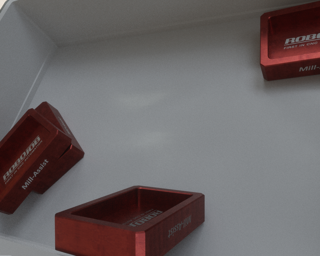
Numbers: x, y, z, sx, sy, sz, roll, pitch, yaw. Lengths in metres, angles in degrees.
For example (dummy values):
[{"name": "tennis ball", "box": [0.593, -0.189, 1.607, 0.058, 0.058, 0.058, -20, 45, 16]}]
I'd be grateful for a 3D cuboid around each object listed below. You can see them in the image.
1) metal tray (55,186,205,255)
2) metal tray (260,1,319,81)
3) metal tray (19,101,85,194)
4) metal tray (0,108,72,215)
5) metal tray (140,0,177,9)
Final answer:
[{"name": "metal tray", "box": [-0.021, 0.087, 0.298, 0.090, 0.131, 0.030, 1, 92, 29]}, {"name": "metal tray", "box": [0.189, -0.109, 0.369, 0.130, 0.030, 0.090, -4, 60, 26]}, {"name": "metal tray", "box": [-0.183, 0.027, 0.483, 0.090, 0.030, 0.130, -42, 51, -1]}, {"name": "metal tray", "box": [-0.197, 0.043, 0.440, 0.090, 0.030, 0.130, 31, 79, 37]}, {"name": "metal tray", "box": [-0.003, -0.277, 0.577, 0.090, 0.030, 0.130, -48, 51, -6]}]
